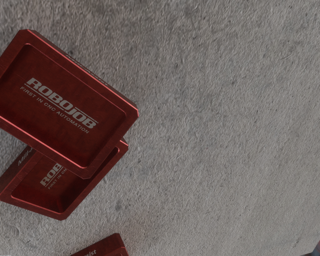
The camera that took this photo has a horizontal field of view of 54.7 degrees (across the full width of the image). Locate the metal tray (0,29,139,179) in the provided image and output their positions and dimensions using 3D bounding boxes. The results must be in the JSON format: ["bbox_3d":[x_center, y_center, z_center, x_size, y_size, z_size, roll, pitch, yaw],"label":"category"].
[{"bbox_3d":[-0.098,-0.021,0.304,0.130,0.030,0.090,36,97,-16],"label":"metal tray"}]

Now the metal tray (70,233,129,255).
[{"bbox_3d":[-0.109,0.229,0.485,0.131,0.030,0.089,-23,127,-14],"label":"metal tray"}]

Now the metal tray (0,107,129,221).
[{"bbox_3d":[-0.113,0.043,0.368,0.130,0.030,0.090,-48,129,6],"label":"metal tray"}]
